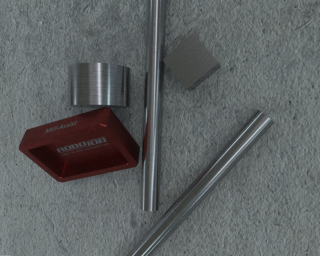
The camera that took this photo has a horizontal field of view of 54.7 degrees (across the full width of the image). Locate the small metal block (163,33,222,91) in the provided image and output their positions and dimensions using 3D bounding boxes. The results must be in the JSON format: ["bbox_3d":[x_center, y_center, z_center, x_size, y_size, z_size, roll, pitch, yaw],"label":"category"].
[{"bbox_3d":[0.041,-0.083,0.394,0.050,0.025,0.050,-40,78,15],"label":"small metal block"}]

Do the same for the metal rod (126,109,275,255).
[{"bbox_3d":[0.033,0.098,0.396,0.025,0.025,0.299,43,103,14],"label":"metal rod"}]

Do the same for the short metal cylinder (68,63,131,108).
[{"bbox_3d":[-0.079,-0.053,0.406,0.080,0.080,0.050,1,90,19],"label":"short metal cylinder"}]

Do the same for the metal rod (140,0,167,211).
[{"bbox_3d":[-0.008,-0.041,0.411,0.025,0.025,0.298,2,91,19],"label":"metal rod"}]

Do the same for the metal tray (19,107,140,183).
[{"bbox_3d":[-0.104,0.027,0.410,0.130,0.090,0.030,-14,45,19],"label":"metal tray"}]
